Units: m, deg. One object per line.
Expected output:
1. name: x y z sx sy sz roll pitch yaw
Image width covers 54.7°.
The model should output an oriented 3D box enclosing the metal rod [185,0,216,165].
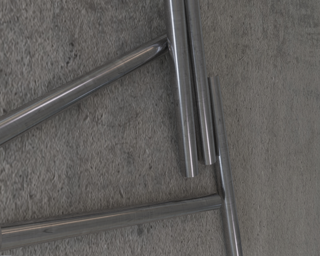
1. metal rod: 0.049 -0.090 0.418 0.025 0.025 0.298 -24 114 -37

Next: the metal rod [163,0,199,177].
1. metal rod: 0.026 -0.077 0.398 0.025 0.025 0.298 -21 112 -38

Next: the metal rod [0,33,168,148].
1. metal rod: -0.051 -0.068 0.361 0.302 0.025 0.025 -37 113 -34

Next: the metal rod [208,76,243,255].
1. metal rod: 0.100 0.069 0.488 0.025 0.025 0.298 -16 100 -39

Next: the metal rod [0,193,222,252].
1. metal rod: -0.031 0.106 0.378 0.302 0.025 0.025 3 88 -40
